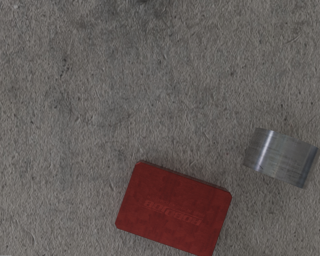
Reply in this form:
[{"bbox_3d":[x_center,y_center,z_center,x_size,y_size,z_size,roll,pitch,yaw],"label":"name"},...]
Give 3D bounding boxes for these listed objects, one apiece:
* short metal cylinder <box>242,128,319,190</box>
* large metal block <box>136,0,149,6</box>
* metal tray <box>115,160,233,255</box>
[{"bbox_3d":[0.149,0.037,0.384,0.080,0.080,0.050,21,90,0],"label":"short metal cylinder"},{"bbox_3d":[-0.029,-0.213,0.382,0.050,0.080,0.080,-34,90,0],"label":"large metal block"},{"bbox_3d":[0.017,0.105,0.408,0.131,0.030,0.090,19,90,0],"label":"metal tray"}]
